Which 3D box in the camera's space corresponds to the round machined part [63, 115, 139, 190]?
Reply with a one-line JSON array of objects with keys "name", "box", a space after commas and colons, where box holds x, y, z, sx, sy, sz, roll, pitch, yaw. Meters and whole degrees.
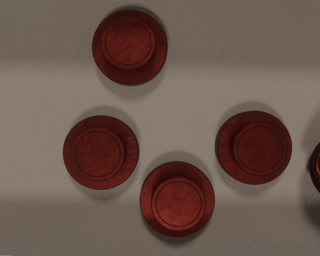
[{"name": "round machined part", "box": [-0.077, 0.032, 0.402, 0.099, 0.042, 0.097, 0, 90, -1]}]

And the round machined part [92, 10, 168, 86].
[{"name": "round machined part", "box": [-0.040, -0.106, 0.402, 0.099, 0.042, 0.097, 0, 90, -1]}]

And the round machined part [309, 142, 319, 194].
[{"name": "round machined part", "box": [0.229, 0.047, 0.375, 0.042, 0.098, 0.097, 18, 90, -35]}]

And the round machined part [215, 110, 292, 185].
[{"name": "round machined part", "box": [0.124, 0.026, 0.405, 0.099, 0.042, 0.097, 0, 90, -1]}]

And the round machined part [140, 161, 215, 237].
[{"name": "round machined part", "box": [0.023, 0.094, 0.403, 0.099, 0.042, 0.097, 0, 90, -1]}]
